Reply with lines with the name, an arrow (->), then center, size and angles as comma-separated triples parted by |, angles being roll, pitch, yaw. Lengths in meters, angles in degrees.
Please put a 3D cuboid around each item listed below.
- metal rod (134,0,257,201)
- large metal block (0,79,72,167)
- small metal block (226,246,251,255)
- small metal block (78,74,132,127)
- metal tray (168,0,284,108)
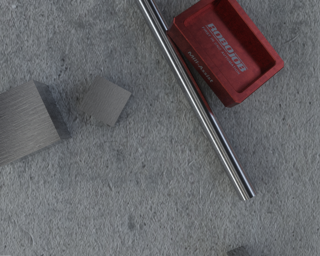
metal rod -> 0.047, -0.042, 0.410 | 0.025, 0.025, 0.299 | -28, 90, 0
large metal block -> -0.172, -0.006, 0.395 | 0.080, 0.050, 0.080 | -25, 90, -1
small metal block -> 0.112, 0.189, 0.399 | 0.025, 0.050, 0.050 | -22, 90, 0
small metal block -> -0.071, -0.035, 0.409 | 0.050, 0.025, 0.050 | 28, 90, -1
metal tray -> 0.084, -0.103, 0.396 | 0.090, 0.030, 0.130 | -39, 91, -16
